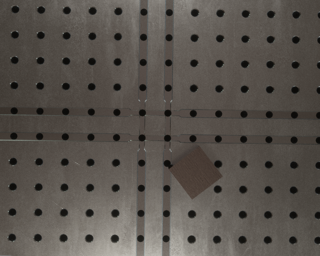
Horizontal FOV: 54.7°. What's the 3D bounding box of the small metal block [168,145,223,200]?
[{"bbox_3d":[0.047,0.058,0.414,0.050,0.025,0.050,-37,91,0],"label":"small metal block"}]
